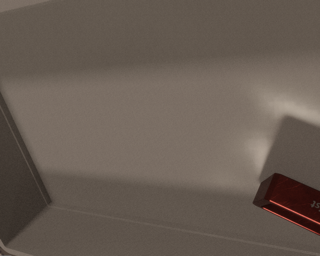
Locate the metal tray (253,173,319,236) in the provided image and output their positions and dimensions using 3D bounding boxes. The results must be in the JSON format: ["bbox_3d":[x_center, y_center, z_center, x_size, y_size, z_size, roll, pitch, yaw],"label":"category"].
[{"bbox_3d":[0.175,0.096,0.337,0.130,0.030,0.090,24,168,14],"label":"metal tray"}]

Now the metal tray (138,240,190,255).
[{"bbox_3d":[0.029,0.248,0.522,0.130,0.030,0.090,1,119,45],"label":"metal tray"}]
